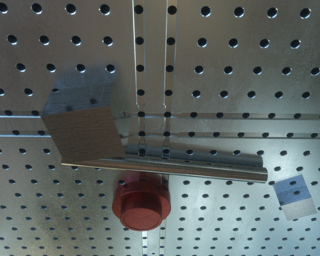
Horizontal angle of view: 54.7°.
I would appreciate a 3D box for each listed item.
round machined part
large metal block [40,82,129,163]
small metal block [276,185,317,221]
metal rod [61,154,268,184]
[{"bbox_3d":[-0.031,0.136,0.516,0.099,0.042,0.097,-1,130,0],"label":"round machined part"},{"bbox_3d":[-0.089,-0.005,0.389,0.080,0.050,0.080,-7,130,6],"label":"large metal block"},{"bbox_3d":[0.232,0.128,0.525,0.050,0.025,0.050,-22,127,17],"label":"small metal block"},{"bbox_3d":[0.011,0.057,0.460,0.302,0.025,0.025,6,130,-6],"label":"metal rod"}]
